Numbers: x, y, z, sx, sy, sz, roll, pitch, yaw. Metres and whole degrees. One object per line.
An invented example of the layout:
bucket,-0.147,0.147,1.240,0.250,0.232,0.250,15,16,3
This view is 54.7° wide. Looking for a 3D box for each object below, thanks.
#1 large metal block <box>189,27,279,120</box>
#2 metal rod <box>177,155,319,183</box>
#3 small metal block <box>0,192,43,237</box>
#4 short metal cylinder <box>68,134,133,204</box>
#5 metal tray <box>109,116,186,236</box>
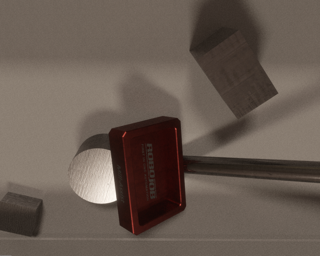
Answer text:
large metal block,0.081,-0.067,0.359,0.050,0.080,0.080,-35,107,12
metal rod,0.162,0.051,0.364,0.301,0.025,0.025,0,113,27
small metal block,-0.206,0.127,0.455,0.050,0.025,0.050,15,109,-6
short metal cylinder,-0.077,0.054,0.417,0.081,0.050,0.079,0,110,-1
metal tray,-0.012,0.057,0.393,0.091,0.030,0.129,-16,107,-39
